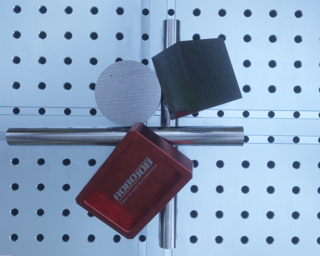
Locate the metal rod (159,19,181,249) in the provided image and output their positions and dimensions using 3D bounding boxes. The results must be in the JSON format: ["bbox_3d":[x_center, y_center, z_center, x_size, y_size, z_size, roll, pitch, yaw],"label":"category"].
[{"bbox_3d":[0.013,0.008,0.413,0.025,0.025,0.298,1,90,0],"label":"metal rod"}]

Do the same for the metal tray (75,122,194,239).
[{"bbox_3d":[-0.032,0.068,0.385,0.090,0.030,0.129,38,111,-6],"label":"metal tray"}]

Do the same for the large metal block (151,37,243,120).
[{"bbox_3d":[0.047,-0.061,0.381,0.081,0.050,0.080,-18,90,-40],"label":"large metal block"}]

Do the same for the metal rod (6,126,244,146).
[{"bbox_3d":[-0.049,0.011,0.396,0.302,0.025,0.025,0,90,7],"label":"metal rod"}]

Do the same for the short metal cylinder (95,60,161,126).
[{"bbox_3d":[-0.039,-0.043,0.400,0.081,0.050,0.079,0,90,0],"label":"short metal cylinder"}]
